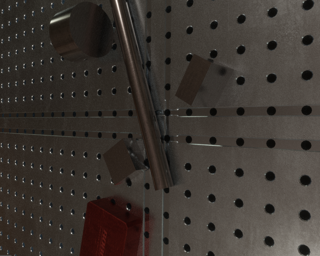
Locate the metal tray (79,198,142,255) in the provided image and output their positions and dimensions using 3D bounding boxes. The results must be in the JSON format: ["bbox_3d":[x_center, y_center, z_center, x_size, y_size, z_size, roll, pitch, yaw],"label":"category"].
[{"bbox_3d":[-0.079,0.184,0.469,0.090,0.030,0.129,17,101,38],"label":"metal tray"}]

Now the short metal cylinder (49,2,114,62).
[{"bbox_3d":[-0.117,-0.143,0.467,0.050,0.081,0.079,-1,90,40],"label":"short metal cylinder"}]

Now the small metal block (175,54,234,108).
[{"bbox_3d":[0.051,-0.052,0.350,0.025,0.050,0.050,37,113,33],"label":"small metal block"}]

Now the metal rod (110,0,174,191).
[{"bbox_3d":[-0.030,-0.063,0.431,0.025,0.025,0.299,-23,76,37],"label":"metal rod"}]

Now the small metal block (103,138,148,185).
[{"bbox_3d":[-0.051,0.048,0.449,0.050,0.025,0.050,-38,67,33],"label":"small metal block"}]
